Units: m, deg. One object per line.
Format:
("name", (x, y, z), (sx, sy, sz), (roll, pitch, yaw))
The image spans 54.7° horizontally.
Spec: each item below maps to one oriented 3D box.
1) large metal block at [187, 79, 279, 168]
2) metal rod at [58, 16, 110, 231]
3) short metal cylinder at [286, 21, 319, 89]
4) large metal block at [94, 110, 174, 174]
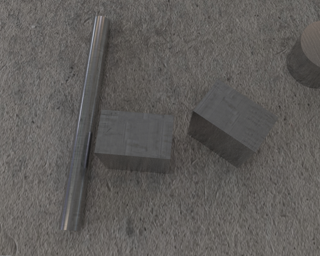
("large metal block", (0.084, -0.002, 0.380), (0.080, 0.080, 0.050), (35, 74, 12))
("metal rod", (-0.097, -0.020, 0.414), (0.025, 0.025, 0.299), (3, 70, 1))
("short metal cylinder", (0.227, -0.102, 0.434), (0.081, 0.050, 0.080), (0, 70, 0))
("large metal block", (-0.027, 0.020, 0.372), (0.080, 0.080, 0.050), (5, 70, 1))
